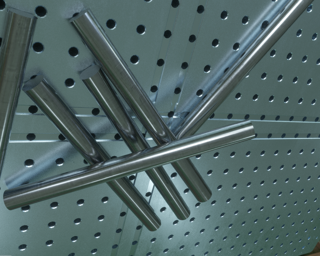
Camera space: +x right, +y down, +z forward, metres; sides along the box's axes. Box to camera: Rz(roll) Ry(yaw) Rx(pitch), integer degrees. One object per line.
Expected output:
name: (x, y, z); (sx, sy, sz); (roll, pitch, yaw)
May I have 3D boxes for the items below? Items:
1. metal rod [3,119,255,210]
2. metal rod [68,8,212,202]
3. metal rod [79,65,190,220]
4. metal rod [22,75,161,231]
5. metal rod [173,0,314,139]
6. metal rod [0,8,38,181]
metal rod: (-0.034, 0.043, 0.372); (0.301, 0.025, 0.025); (-16, 126, -2)
metal rod: (-0.007, -0.005, 0.380); (0.025, 0.025, 0.300); (-37, 122, -4)
metal rod: (-0.018, 0.042, 0.426); (0.025, 0.025, 0.299); (-34, 129, -6)
metal rod: (-0.069, 0.055, 0.406); (0.025, 0.025, 0.299); (-35, 129, -5)
metal rod: (0.107, -0.078, 0.420); (0.299, 0.025, 0.025); (-49, 129, 6)
metal rod: (-0.177, 0.026, 0.330); (0.025, 0.025, 0.298); (9, 114, -32)
